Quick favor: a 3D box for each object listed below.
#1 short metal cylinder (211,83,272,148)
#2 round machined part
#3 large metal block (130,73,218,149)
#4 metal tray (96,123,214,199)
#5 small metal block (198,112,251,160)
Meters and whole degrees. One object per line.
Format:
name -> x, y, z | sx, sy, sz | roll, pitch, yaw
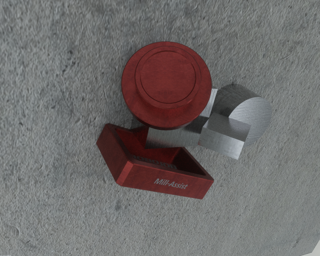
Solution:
short metal cylinder -> 0.110, -0.018, 0.443 | 0.081, 0.050, 0.079 | -14, 124, -21
round machined part -> 0.007, -0.049, 0.334 | 0.098, 0.098, 0.042 | -32, 173, -8
large metal block -> 0.015, -0.023, 0.388 | 0.081, 0.050, 0.079 | -2, 119, -28
metal tray -> -0.005, 0.042, 0.389 | 0.131, 0.090, 0.030 | 18, 109, -35
small metal block -> 0.080, 0.008, 0.382 | 0.050, 0.050, 0.025 | -44, 151, -56
